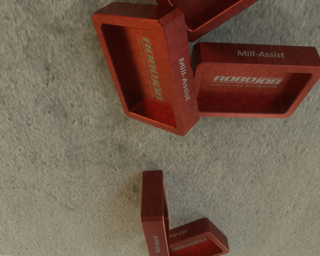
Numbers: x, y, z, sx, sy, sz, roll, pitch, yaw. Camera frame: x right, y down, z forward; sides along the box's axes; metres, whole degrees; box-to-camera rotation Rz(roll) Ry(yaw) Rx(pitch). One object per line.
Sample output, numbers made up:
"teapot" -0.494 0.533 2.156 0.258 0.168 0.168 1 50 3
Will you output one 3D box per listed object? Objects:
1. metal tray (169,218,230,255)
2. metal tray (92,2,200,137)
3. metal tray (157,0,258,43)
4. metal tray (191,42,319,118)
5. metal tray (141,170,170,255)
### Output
"metal tray" 0.055 0.226 0.597 0.130 0.030 0.090 -27 126 21
"metal tray" -0.011 -0.059 0.321 0.090 0.030 0.129 20 141 34
"metal tray" 0.055 -0.149 0.277 0.130 0.030 0.090 -29 125 22
"metal tray" 0.096 -0.049 0.343 0.131 0.030 0.090 1 147 -5
"metal tray" -0.005 0.140 0.483 0.030 0.090 0.129 -4 130 3
